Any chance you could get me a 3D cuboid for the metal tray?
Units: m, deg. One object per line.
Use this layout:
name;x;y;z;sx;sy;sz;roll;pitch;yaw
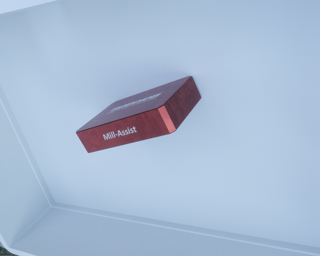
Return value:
metal tray;-0.026;-0.016;0.370;0.130;0.090;0.030;-14;111;34
